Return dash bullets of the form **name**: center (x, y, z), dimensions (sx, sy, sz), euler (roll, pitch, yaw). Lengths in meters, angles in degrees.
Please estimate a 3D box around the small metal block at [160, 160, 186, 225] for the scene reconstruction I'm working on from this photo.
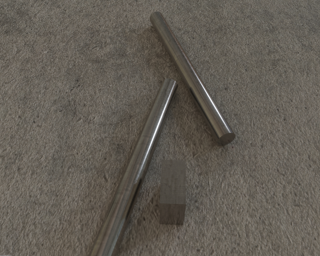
- **small metal block**: center (0.013, 0.069, 0.329), dimensions (0.025, 0.050, 0.050), euler (2, 50, 2)

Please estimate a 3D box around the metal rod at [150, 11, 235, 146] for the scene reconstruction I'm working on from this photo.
- **metal rod**: center (0.038, -0.095, 0.483), dimensions (0.025, 0.025, 0.300), euler (-14, 51, -11)

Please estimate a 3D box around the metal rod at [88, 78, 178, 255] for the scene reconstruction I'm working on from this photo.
- **metal rod**: center (-0.027, 0.047, 0.363), dimensions (0.025, 0.025, 0.300), euler (13, 51, 10)
